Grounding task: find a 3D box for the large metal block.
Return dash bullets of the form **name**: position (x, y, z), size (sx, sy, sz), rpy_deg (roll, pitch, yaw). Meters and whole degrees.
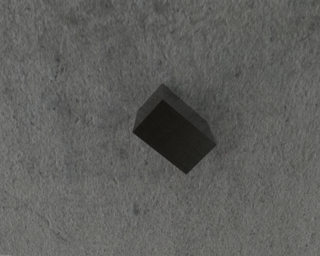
- **large metal block**: position (0.017, -0.002, 0.380), size (0.080, 0.080, 0.050), rpy_deg (39, 105, -13)
